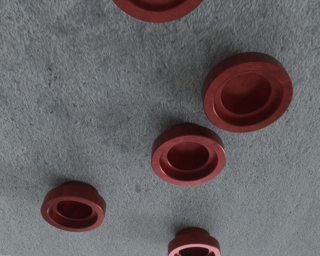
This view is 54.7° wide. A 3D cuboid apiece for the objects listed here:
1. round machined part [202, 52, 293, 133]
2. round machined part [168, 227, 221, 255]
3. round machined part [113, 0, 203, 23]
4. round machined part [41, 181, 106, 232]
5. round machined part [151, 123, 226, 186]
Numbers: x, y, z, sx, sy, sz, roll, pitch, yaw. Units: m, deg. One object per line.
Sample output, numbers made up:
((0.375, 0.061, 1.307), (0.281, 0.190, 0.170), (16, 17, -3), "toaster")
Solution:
((0.097, -0.044, 0.359), (0.099, 0.042, 0.097), (0, 130, 0), "round machined part")
((0.064, 0.225, 0.588), (0.099, 0.042, 0.097), (0, 130, 0), "round machined part")
((-0.002, -0.147, 0.270), (0.099, 0.042, 0.097), (0, 130, 0), "round machined part")
((-0.136, 0.123, 0.499), (0.099, 0.042, 0.097), (0, 130, 0), "round machined part")
((0.038, 0.032, 0.423), (0.099, 0.042, 0.097), (0, 130, 0), "round machined part")
